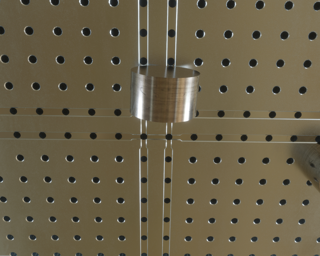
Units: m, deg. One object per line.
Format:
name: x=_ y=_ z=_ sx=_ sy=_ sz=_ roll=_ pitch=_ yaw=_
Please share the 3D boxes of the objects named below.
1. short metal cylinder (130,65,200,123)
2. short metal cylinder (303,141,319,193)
short metal cylinder: x=0.005 y=-0.043 z=0.368 sx=0.081 sy=0.080 sz=0.050 roll=3 pitch=110 yaw=-1
short metal cylinder: x=0.247 y=0.059 z=0.424 sx=0.081 sy=0.050 sz=0.079 roll=0 pitch=110 yaw=0
